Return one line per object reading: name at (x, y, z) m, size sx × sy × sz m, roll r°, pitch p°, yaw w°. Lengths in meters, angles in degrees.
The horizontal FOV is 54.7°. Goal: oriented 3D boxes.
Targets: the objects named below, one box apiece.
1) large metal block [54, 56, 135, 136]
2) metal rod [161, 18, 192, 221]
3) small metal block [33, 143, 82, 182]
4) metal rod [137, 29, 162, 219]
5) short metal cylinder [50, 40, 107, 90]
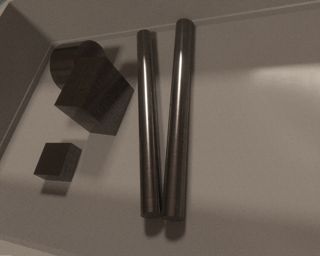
large metal block at (-0.090, -0.044, 0.443) m, size 0.050 × 0.080 × 0.080 m, roll 6°, pitch 65°, yaw 30°
metal rod at (0.026, -0.031, 0.410) m, size 0.025 × 0.025 × 0.299 m, roll -9°, pitch 58°, yaw 23°
small metal block at (-0.148, 0.049, 0.451) m, size 0.050 × 0.025 × 0.050 m, roll -1°, pitch 61°, yaw 27°
metal rod at (-0.017, -0.027, 0.430) m, size 0.025 × 0.025 × 0.299 m, roll -16°, pitch 55°, yaw 18°
short metal cylinder at (-0.126, -0.097, 0.494) m, size 0.050 × 0.080 × 0.080 m, roll 2°, pitch 63°, yaw 29°
